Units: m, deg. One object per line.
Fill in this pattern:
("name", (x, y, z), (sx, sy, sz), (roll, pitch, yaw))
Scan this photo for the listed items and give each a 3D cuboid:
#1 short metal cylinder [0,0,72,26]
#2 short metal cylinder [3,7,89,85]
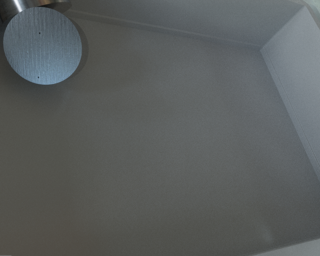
("short metal cylinder", (-0.149, -0.154, 0.354), (0.081, 0.080, 0.050), (-30, 107, -38))
("short metal cylinder", (-0.125, -0.091, 0.351), (0.080, 0.080, 0.050), (29, 9, -11))
